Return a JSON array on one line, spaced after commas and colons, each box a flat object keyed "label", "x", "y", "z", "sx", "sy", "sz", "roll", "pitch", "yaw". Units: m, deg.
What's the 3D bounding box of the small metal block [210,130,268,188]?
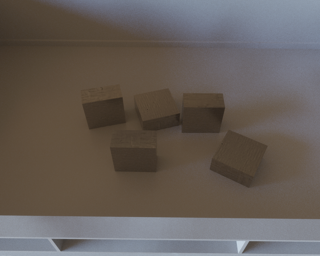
[{"label": "small metal block", "x": 0.095, "y": 0.036, "z": 0.375, "sx": 0.050, "sy": 0.025, "sz": 0.050, "roll": 24, "pitch": 54, "yaw": 19}]

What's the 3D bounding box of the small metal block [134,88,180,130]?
[{"label": "small metal block", "x": -0.005, "y": -0.024, "z": 0.425, "sx": 0.050, "sy": 0.025, "sz": 0.050, "roll": -13, "pitch": 51, "yaw": -11}]

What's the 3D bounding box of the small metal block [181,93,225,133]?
[{"label": "small metal block", "x": 0.055, "y": -0.019, "z": 0.405, "sx": 0.050, "sy": 0.050, "sz": 0.025, "roll": 0, "pitch": 50, "yaw": 0}]

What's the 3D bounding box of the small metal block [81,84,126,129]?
[{"label": "small metal block", "x": -0.074, "y": -0.028, "z": 0.411, "sx": 0.050, "sy": 0.050, "sz": 0.025, "roll": -11, "pitch": 51, "yaw": -9}]

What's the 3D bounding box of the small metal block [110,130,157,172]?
[{"label": "small metal block", "x": -0.029, "y": 0.028, "z": 0.365, "sx": 0.050, "sy": 0.050, "sz": 0.025, "roll": 1, "pitch": 50, "yaw": 1}]
